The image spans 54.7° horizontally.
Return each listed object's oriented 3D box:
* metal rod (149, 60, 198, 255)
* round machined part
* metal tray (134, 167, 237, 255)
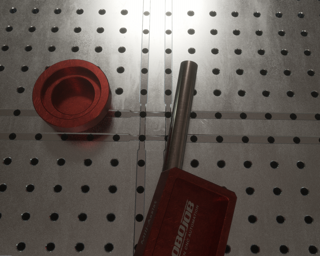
[{"bbox_3d":[0.016,0.048,0.394,0.025,0.025,0.299,9,70,3],"label":"metal rod"},{"bbox_3d":[-0.114,-0.039,0.416,0.099,0.042,0.098,0,70,-1],"label":"round machined part"},{"bbox_3d":[0.028,0.120,0.345,0.090,0.030,0.130,25,67,-13],"label":"metal tray"}]
